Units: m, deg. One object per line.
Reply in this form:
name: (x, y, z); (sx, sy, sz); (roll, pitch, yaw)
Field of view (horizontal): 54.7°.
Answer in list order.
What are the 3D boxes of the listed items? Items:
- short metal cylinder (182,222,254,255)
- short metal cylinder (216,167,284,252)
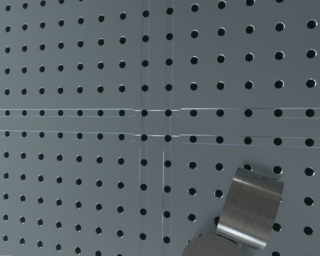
short metal cylinder: (0.070, 0.161, 0.374); (0.080, 0.050, 0.079); (0, 90, 19)
short metal cylinder: (0.101, 0.090, 0.348); (0.050, 0.080, 0.080); (18, 96, 19)
